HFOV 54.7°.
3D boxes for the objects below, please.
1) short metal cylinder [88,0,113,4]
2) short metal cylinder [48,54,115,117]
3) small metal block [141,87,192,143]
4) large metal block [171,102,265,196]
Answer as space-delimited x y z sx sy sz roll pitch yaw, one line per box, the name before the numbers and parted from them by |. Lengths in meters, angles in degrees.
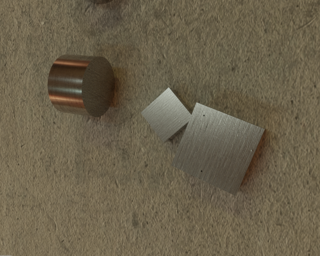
short metal cylinder | -0.091 -0.220 0.428 0.080 0.050 0.079 0 90 20
short metal cylinder | -0.103 -0.057 0.416 0.050 0.080 0.079 8 93 20
small metal block | 0.012 -0.017 0.405 0.050 0.025 0.050 -41 77 15
large metal block | 0.071 0.022 0.371 0.080 0.050 0.080 24 98 18
